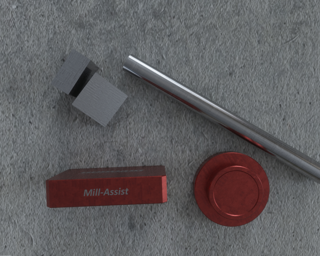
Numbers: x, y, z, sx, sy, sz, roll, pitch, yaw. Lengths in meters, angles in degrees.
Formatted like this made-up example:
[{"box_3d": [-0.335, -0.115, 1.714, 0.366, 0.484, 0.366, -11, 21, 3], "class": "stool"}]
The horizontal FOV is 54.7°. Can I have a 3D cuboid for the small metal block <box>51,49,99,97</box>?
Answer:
[{"box_3d": [-0.107, -0.068, 0.396, 0.025, 0.050, 0.050, 33, 90, 0], "class": "small metal block"}]

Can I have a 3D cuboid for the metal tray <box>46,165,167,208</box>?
[{"box_3d": [-0.058, 0.068, 0.376, 0.131, 0.090, 0.030, -2, 90, -1], "class": "metal tray"}]

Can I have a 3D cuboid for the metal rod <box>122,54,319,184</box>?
[{"box_3d": [0.087, -0.012, 0.411, 0.301, 0.025, 0.025, 30, 90, -1], "class": "metal rod"}]

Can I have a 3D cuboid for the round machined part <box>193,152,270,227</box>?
[{"box_3d": [0.094, 0.080, 0.403, 0.099, 0.042, 0.097, 0, 90, -1], "class": "round machined part"}]

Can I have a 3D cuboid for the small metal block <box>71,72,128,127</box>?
[{"box_3d": [-0.078, -0.037, 0.403, 0.050, 0.025, 0.050, 36, 90, -17], "class": "small metal block"}]
